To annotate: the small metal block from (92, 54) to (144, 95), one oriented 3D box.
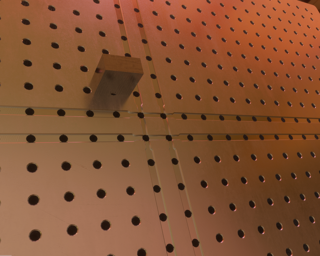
[{"bbox_3d":[-0.056,-0.068,0.405,0.050,0.050,0.025,1,62,-28],"label":"small metal block"}]
